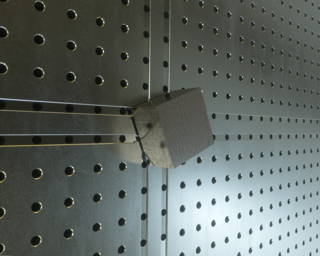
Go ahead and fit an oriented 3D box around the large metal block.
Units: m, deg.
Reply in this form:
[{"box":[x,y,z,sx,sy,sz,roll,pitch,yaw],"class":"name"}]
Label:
[{"box":[0.019,-0.002,0.407,0.081,0.050,0.080,-27,107,-37],"class":"large metal block"}]
